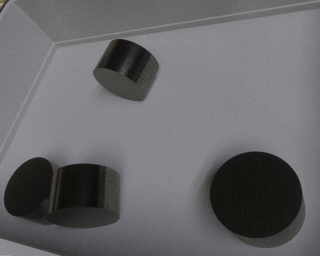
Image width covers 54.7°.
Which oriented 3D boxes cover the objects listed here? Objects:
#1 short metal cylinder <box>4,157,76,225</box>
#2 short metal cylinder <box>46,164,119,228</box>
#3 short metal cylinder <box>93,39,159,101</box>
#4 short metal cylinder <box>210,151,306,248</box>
[{"bbox_3d":[-0.161,0.086,0.421,0.080,0.050,0.080,-13,56,21],"label":"short metal cylinder"},{"bbox_3d":[-0.088,0.082,0.367,0.080,0.080,0.050,-17,55,19],"label":"short metal cylinder"},{"bbox_3d":[-0.048,-0.082,0.446,0.080,0.080,0.050,12,68,33],"label":"short metal cylinder"},{"bbox_3d":[0.094,0.069,0.298,0.080,0.050,0.080,-13,56,21],"label":"short metal cylinder"}]
